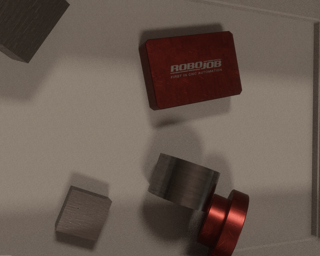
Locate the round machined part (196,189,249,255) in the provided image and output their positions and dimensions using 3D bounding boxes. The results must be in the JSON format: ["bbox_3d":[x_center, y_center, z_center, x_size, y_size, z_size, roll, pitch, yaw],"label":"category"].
[{"bbox_3d":[0.080,0.127,0.410,0.042,0.098,0.098,21,82,11],"label":"round machined part"}]

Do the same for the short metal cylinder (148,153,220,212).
[{"bbox_3d":[0.030,0.068,0.394,0.080,0.080,0.050,21,83,-19],"label":"short metal cylinder"}]

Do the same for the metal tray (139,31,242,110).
[{"bbox_3d":[0.044,-0.079,0.425,0.131,0.030,0.089,-12,94,-20],"label":"metal tray"}]

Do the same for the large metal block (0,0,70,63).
[{"bbox_3d":[-0.158,-0.126,0.322,0.080,0.050,0.080,40,76,-44],"label":"large metal block"}]

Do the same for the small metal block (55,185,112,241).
[{"bbox_3d":[-0.093,0.103,0.377,0.050,0.025,0.050,23,82,-19],"label":"small metal block"}]
